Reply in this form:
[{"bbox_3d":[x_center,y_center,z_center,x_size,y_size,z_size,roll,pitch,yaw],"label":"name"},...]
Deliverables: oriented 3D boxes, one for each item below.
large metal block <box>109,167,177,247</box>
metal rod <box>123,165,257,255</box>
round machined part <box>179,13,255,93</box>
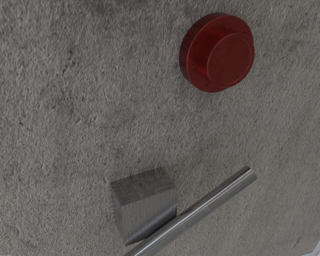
[{"bbox_3d":[-0.023,0.112,0.448,0.081,0.050,0.079,-14,125,-21],"label":"large metal block"},{"bbox_3d":[0.011,0.151,0.441,0.301,0.025,0.025,-35,129,-5],"label":"metal rod"},{"bbox_3d":[0.077,-0.088,0.383,0.099,0.042,0.097,-14,124,-21],"label":"round machined part"}]
